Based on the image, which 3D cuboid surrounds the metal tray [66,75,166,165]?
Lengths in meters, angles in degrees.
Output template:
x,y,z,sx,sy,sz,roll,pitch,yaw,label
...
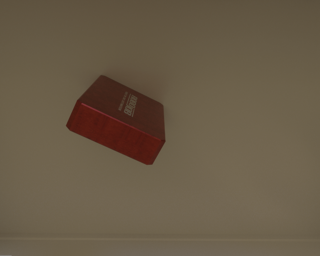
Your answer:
x,y,z,sx,sy,sz,roll,pitch,yaw,label
-0.042,-0.015,0.349,0.090,0.130,0.030,25,108,-9,metal tray
